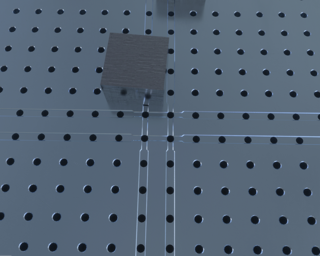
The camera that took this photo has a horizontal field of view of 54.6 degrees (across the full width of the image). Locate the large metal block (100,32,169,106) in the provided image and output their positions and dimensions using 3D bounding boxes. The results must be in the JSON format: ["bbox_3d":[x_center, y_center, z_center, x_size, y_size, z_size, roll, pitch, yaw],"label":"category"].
[{"bbox_3d":[-0.031,-0.080,0.428,0.080,0.050,0.080,5,70,2],"label":"large metal block"}]
